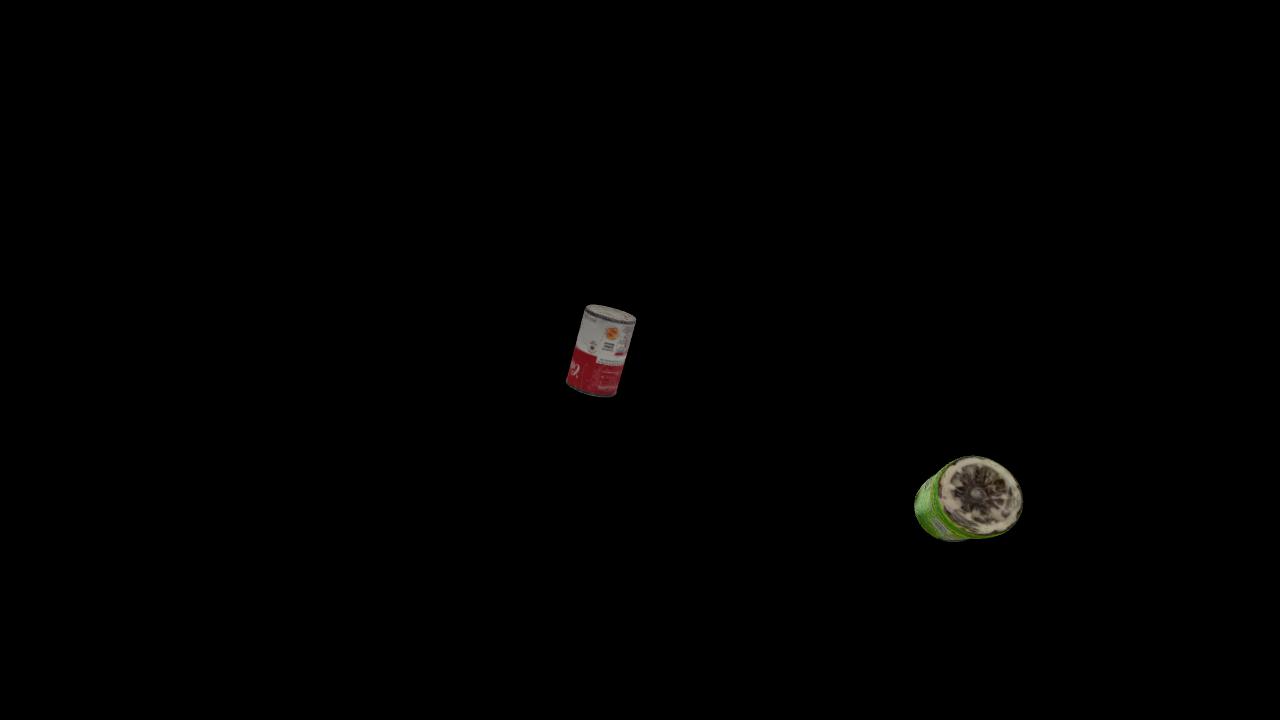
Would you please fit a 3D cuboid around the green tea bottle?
[{"bbox_3d":[0.315,0.146,0.615,0.073,0.073,0.212,0,-18,15],"label":"green tea bottle"}]

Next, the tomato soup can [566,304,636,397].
[{"bbox_3d":[-0.049,-0.012,0.770,0.068,0.101,0.068,15,15,-4],"label":"tomato soup can"}]
